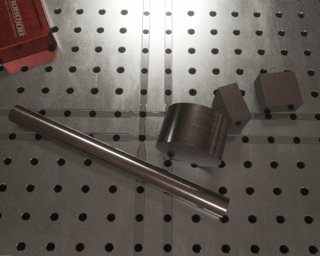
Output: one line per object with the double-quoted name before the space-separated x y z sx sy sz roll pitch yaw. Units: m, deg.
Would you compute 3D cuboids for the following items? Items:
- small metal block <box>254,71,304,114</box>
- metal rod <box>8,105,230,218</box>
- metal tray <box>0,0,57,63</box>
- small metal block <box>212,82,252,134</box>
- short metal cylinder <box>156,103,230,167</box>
"small metal block" 0.164 -0.050 0.432 0.050 0.025 0.050 -5 70 -2
"metal rod" -0.057 0.039 0.396 0.301 0.025 0.025 23 72 8
"metal tray" -0.221 -0.170 0.468 0.091 0.030 0.130 -21 72 -8
"small metal block" 0.093 -0.024 0.408 0.025 0.050 0.050 -16 71 -6
"short metal cylinder" 0.040 0.010 0.379 0.080 0.080 0.050 16 71 5
